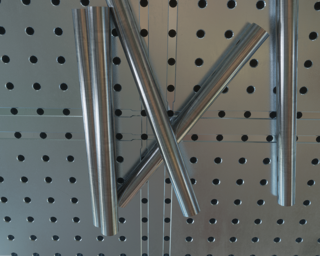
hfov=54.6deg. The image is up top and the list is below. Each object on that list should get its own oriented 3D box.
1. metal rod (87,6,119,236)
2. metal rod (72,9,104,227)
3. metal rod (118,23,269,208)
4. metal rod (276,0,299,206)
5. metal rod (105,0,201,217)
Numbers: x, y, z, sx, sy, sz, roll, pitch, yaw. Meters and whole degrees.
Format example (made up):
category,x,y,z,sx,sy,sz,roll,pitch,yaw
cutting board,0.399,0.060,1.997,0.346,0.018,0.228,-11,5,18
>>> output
category,x,y,z,sx,sy,sz,roll,pitch,yaw
metal rod,-0.070,0.006,0.395,0.025,0.025,0.298,0,109,0
metal rod,-0.088,0.001,0.412,0.025,0.025,0.298,-1,110,0
metal rod,0.031,-0.006,0.411,0.025,0.025,0.299,35,106,-12
metal rod,0.164,-0.031,0.402,0.025,0.025,0.298,-7,110,3
metal rod,-0.007,-0.026,0.383,0.025,0.025,0.299,-18,102,6
